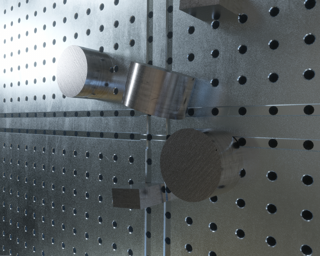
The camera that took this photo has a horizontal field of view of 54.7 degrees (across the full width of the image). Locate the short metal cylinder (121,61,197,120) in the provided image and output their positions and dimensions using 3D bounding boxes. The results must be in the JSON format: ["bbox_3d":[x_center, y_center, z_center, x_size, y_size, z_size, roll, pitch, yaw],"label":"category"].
[{"bbox_3d":[-0.002,-0.046,0.375,0.080,0.081,0.050,25,106,37],"label":"short metal cylinder"}]

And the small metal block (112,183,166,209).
[{"bbox_3d":[-0.028,0.090,0.416,0.050,0.050,0.025,-8,85,40],"label":"small metal block"}]

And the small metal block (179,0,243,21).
[{"bbox_3d":[0.058,-0.140,0.346,0.050,0.050,0.025,10,97,39],"label":"small metal block"}]

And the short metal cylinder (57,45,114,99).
[{"bbox_3d":[-0.120,-0.087,0.492,0.080,0.050,0.079,0,90,40],"label":"short metal cylinder"}]

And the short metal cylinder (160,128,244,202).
[{"bbox_3d":[0.047,0.040,0.354,0.080,0.050,0.079,0,90,40],"label":"short metal cylinder"}]
